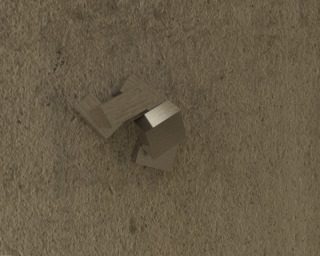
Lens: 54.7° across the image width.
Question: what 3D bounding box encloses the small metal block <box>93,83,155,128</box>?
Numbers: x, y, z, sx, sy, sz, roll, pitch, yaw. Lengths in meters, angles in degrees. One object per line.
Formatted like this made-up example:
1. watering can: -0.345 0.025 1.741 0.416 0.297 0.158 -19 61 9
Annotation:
1. small metal block: -0.040 -0.023 0.330 0.050 0.050 0.025 -31 101 -18

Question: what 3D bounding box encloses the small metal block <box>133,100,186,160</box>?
1. small metal block: 0.001 0.002 0.372 0.050 0.025 0.050 -33 138 -17

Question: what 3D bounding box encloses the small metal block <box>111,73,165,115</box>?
1. small metal block: -0.029 -0.040 0.387 0.050 0.050 0.025 34 79 -17

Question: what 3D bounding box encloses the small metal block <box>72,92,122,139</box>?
1. small metal block: -0.077 -0.014 0.369 0.025 0.050 0.050 -47 105 -14

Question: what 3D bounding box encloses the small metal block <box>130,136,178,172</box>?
1. small metal block: -0.006 0.027 0.409 0.050 0.025 0.050 17 84 -20
